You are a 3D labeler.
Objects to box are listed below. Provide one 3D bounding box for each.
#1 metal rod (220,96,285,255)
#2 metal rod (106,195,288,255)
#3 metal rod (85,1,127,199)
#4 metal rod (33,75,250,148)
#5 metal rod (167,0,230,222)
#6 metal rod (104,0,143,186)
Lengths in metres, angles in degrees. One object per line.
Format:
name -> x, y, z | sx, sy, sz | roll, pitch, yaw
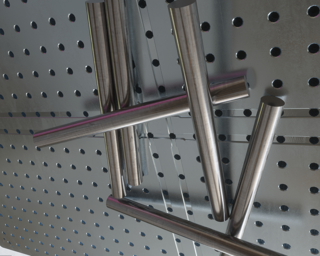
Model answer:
metal rod -> 0.112, 0.096, 0.411 | 0.025, 0.025, 0.298 | 17, 125, 19
metal rod -> 0.042, 0.151, 0.458 | 0.300, 0.025, 0.025 | 11, 123, 31
metal rod -> -0.070, -0.020, 0.436 | 0.025, 0.025, 0.298 | 12, 124, 22
metal rod -> -0.041, -0.014, 0.393 | 0.300, 0.025, 0.025 | -13, 112, 23
metal rod -> 0.053, 0.008, 0.354 | 0.025, 0.025, 0.299 | 4, 131, 26
metal rod -> -0.045, -0.046, 0.407 | 0.025, 0.025, 0.298 | 11, 123, 22
